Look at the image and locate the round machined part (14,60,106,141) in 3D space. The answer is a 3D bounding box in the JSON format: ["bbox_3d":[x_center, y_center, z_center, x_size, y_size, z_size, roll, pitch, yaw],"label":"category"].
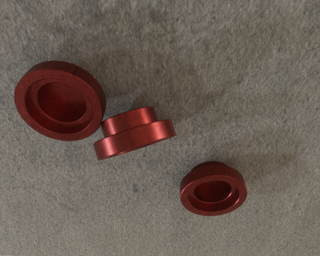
[{"bbox_3d":[-0.111,-0.035,0.362,0.099,0.042,0.097,2,128,2],"label":"round machined part"}]

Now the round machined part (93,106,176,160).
[{"bbox_3d":[-0.033,0.004,0.376,0.098,0.098,0.042,-19,86,15],"label":"round machined part"}]

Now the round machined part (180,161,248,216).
[{"bbox_3d":[0.079,0.089,0.473,0.099,0.042,0.097,-1,130,0],"label":"round machined part"}]
